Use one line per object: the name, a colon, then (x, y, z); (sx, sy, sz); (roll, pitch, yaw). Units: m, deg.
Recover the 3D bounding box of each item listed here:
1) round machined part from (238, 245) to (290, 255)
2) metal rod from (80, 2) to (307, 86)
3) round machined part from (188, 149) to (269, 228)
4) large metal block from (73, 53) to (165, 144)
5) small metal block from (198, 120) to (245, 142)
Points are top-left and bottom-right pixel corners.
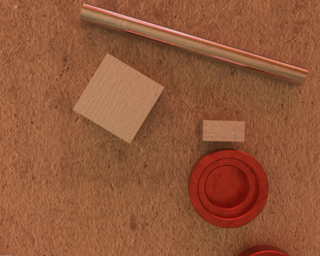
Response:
round machined part: (0.135, 0.200, 0.403); (0.099, 0.042, 0.097); (0, 90, 0)
metal rod: (0.044, -0.110, 0.410); (0.302, 0.025, 0.025); (16, 90, 0)
round machined part: (0.085, 0.075, 0.402); (0.099, 0.042, 0.097); (0, 90, 0)
large metal block: (-0.050, -0.036, 0.397); (0.080, 0.050, 0.080); (31, 90, 0)
small metal block: (0.077, 0.003, 0.398); (0.050, 0.050, 0.025); (2, 90, 0)
